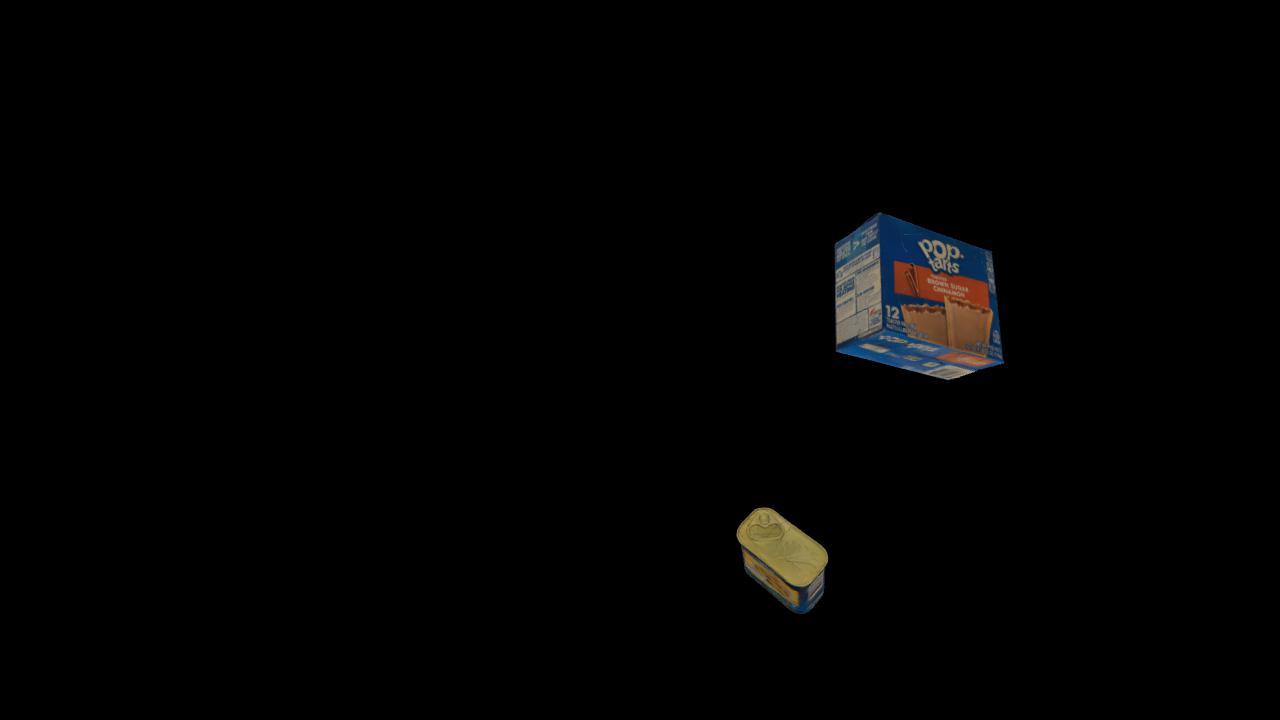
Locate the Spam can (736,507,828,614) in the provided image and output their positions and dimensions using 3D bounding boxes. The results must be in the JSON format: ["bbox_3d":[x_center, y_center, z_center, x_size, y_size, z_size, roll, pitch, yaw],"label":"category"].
[{"bbox_3d":[0.164,0.233,0.709,0.058,0.085,0.101,-38,48,-21],"label":"Spam can"}]

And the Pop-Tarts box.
[{"bbox_3d":[0.313,-0.067,0.698,0.167,0.141,0.083,13,-21,-19],"label":"Pop-Tarts box"}]
